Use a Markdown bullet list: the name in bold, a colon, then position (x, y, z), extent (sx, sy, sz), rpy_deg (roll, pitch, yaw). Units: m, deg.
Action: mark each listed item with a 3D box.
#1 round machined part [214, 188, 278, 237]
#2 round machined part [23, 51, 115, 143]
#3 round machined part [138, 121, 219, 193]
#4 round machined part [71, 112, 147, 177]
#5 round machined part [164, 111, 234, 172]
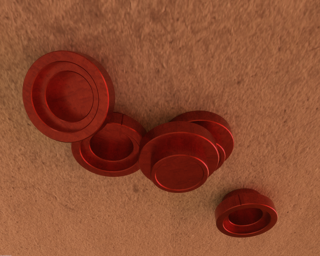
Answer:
- **round machined part**: position (0.140, 0.138, 0.516), extent (0.099, 0.042, 0.097), rpy_deg (-1, 130, 0)
- **round machined part**: position (-0.097, -0.035, 0.346), extent (0.098, 0.042, 0.097), rpy_deg (2, 101, 10)
- **round machined part**: position (0.023, 0.042, 0.377), extent (0.099, 0.042, 0.097), rpy_deg (-1, 130, 0)
- **round machined part**: position (-0.063, 0.017, 0.410), extent (0.099, 0.042, 0.097), rpy_deg (-1, 130, 0)
- **round machined part**: position (0.051, 0.027, 0.420), extent (0.099, 0.042, 0.097), rpy_deg (-1, 130, 0)
